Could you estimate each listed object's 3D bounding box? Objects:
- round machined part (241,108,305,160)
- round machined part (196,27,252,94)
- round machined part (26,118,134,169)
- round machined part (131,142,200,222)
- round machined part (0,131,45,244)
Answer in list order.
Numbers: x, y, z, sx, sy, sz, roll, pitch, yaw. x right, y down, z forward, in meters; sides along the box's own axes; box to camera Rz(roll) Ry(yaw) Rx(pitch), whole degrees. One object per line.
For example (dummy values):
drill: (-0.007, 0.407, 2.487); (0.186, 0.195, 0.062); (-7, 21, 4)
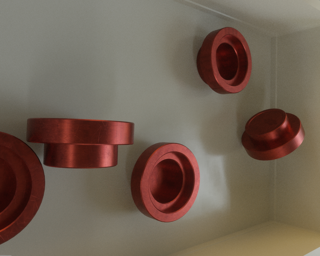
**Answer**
round machined part: (0.181, 0.004, 0.510); (0.098, 0.098, 0.042); (-49, 119, -29)
round machined part: (0.094, -0.100, 0.474); (0.099, 0.042, 0.097); (0, 90, -40)
round machined part: (-0.075, 0.014, 0.297); (0.099, 0.098, 0.042); (3, 88, -40)
round machined part: (0.003, 0.067, 0.398); (0.099, 0.042, 0.097); (0, 90, -40)
round machined part: (-0.155, 0.050, 0.265); (0.099, 0.042, 0.097); (-1, 91, -39)
